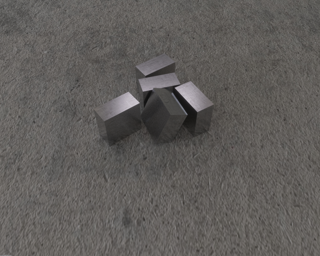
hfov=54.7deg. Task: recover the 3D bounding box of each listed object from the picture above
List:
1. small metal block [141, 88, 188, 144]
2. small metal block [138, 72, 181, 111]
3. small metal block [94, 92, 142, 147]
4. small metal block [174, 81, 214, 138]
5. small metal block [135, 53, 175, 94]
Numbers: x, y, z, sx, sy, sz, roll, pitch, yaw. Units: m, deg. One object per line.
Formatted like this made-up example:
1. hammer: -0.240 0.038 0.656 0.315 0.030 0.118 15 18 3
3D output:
1. small metal block: 0.003 -0.016 0.396 0.025 0.050 0.050 -2 46 -34
2. small metal block: -0.001 -0.044 0.424 0.050 0.050 0.025 -13 51 -10
3. small metal block: -0.052 -0.011 0.396 0.050 0.050 0.025 -30 56 -23
4. small metal block: 0.043 -0.025 0.408 0.025 0.050 0.050 -25 55 -19
5. small metal block: -0.006 -0.073 0.448 0.050 0.050 0.025 -29 56 -22
